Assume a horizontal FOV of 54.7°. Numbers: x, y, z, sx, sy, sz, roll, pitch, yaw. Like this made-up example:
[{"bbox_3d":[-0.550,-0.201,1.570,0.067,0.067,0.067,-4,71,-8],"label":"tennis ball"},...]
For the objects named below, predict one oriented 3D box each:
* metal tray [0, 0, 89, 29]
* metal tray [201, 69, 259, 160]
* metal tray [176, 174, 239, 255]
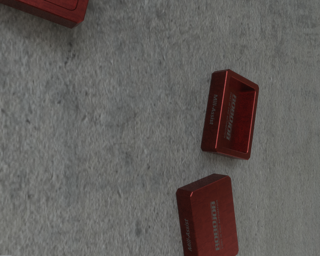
[{"bbox_3d":[-0.105,-0.173,0.291,0.091,0.030,0.129,14,89,-28],"label":"metal tray"},{"bbox_3d":[0.116,-0.019,0.501,0.091,0.030,0.129,16,80,-39],"label":"metal tray"},{"bbox_3d":[0.074,0.143,0.466,0.091,0.030,0.129,-13,99,-39],"label":"metal tray"}]
